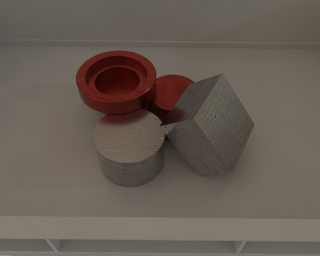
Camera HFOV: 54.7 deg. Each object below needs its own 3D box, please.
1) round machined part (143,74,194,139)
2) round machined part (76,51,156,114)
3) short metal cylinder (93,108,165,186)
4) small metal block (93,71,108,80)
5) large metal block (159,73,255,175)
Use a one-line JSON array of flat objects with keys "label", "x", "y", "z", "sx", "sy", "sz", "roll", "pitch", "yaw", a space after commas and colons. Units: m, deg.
[{"label": "round machined part", "x": 0.018, "y": -0.035, "z": 0.419, "sx": 0.099, "sy": 0.042, "sz": 0.098, "roll": 0, "pitch": 50, "yaw": 0}, {"label": "round machined part", "x": -0.054, "y": -0.053, "z": 0.398, "sx": 0.099, "sy": 0.042, "sz": 0.098, "roll": 0, "pitch": 50, "yaw": 0}, {"label": "short metal cylinder", "x": -0.035, "y": 0.022, "z": 0.368, "sx": 0.081, "sy": 0.050, "sz": 0.080, "roll": 0, "pitch": 50, "yaw": 0}, {"label": "small metal block", "x": -0.082, "y": -0.067, "z": 0.441, "sx": 0.025, "sy": 0.050, "sz": 0.050, "roll": 37, "pitch": 59, "yaw": 26}, {"label": "large metal block", "x": 0.058, "y": -0.003, "z": 0.362, "sx": 0.050, "sy": 0.080, "sz": 0.080, "roll": -13, "pitch": 33, "yaw": 46}]
